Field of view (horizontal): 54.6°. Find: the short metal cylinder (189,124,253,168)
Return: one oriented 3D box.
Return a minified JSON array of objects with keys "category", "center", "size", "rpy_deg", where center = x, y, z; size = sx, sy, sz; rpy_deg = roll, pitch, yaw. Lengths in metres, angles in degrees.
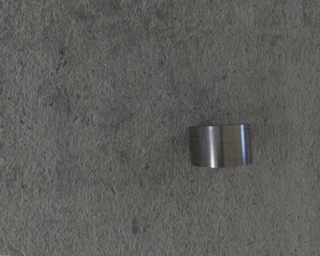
[{"category":"short metal cylinder","center":[0.080,0.021,0.409],"size":[0.081,0.080,0.050],"rpy_deg":[-4,92,-20]}]
